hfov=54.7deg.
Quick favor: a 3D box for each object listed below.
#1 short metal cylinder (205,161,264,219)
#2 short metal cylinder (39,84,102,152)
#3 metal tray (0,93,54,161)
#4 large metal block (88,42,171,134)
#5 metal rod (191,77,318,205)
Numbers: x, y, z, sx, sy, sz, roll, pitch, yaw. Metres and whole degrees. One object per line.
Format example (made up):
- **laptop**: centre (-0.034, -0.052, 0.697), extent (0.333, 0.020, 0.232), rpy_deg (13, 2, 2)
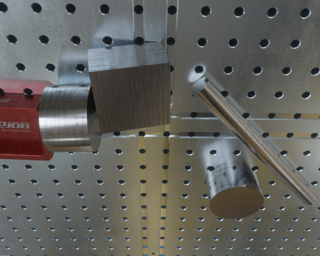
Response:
- **short metal cylinder**: centre (0.114, 0.097, 0.480), extent (0.081, 0.050, 0.079), rpy_deg (-1, 130, 0)
- **short metal cylinder**: centre (-0.101, -0.012, 0.364), extent (0.050, 0.080, 0.079), rpy_deg (-1, 130, 1)
- **metal tray**: centre (-0.210, -0.001, 0.404), extent (0.131, 0.030, 0.089), rpy_deg (3, 130, -3)
- **large metal block**: centre (-0.033, -0.045, 0.347), extent (0.081, 0.050, 0.079), rpy_deg (-8, 131, -8)
- **metal rod**: centre (0.148, 0.033, 0.442), extent (0.025, 0.025, 0.301), rpy_deg (-35, 123, 26)
